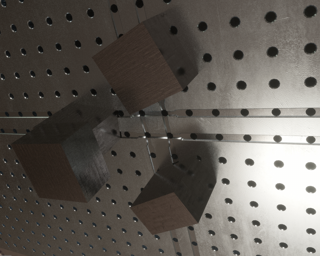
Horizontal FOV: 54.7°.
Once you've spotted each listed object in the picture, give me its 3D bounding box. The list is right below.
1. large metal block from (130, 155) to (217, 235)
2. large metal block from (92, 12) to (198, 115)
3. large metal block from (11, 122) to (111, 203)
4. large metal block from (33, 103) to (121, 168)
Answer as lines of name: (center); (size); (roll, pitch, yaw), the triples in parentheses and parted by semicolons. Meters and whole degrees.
large metal block: (0.020, 0.090, 0.420); (0.080, 0.080, 0.050); (-29, 103, 37)
large metal block: (-0.016, -0.072, 0.358); (0.080, 0.050, 0.080); (-23, 107, 36)
large metal block: (-0.118, 0.040, 0.377); (0.080, 0.050, 0.080); (-2, 118, 29)
large metal block: (-0.114, 0.008, 0.439); (0.080, 0.080, 0.050); (10, 123, 22)
